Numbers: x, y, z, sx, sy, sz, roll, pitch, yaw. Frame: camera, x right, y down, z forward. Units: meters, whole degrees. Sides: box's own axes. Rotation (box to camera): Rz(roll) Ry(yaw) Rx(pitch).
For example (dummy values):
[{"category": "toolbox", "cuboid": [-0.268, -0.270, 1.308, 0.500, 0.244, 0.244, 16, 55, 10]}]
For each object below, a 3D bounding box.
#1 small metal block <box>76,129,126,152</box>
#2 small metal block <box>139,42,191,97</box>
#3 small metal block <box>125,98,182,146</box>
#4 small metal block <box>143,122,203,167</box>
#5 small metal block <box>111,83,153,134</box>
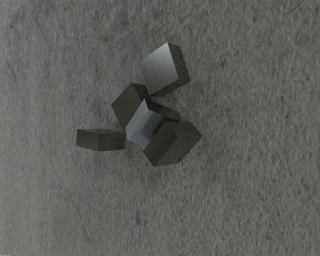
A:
[{"category": "small metal block", "cuboid": [-0.087, 0.017, 0.458, 0.050, 0.050, 0.025, 9, 96, 39]}, {"category": "small metal block", "cuboid": [0.006, -0.073, 0.399, 0.050, 0.025, 0.050, -26, 74, 36]}, {"category": "small metal block", "cuboid": [-0.008, -0.003, 0.390, 0.050, 0.050, 0.025, -55, 32, 25]}, {"category": "small metal block", "cuboid": [0.016, 0.019, 0.374, 0.025, 0.050, 0.050, 52, 120, 27]}, {"category": "small metal block", "cuboid": [-0.036, -0.027, 0.432, 0.050, 0.025, 0.050, -42, 65, 31]}]
